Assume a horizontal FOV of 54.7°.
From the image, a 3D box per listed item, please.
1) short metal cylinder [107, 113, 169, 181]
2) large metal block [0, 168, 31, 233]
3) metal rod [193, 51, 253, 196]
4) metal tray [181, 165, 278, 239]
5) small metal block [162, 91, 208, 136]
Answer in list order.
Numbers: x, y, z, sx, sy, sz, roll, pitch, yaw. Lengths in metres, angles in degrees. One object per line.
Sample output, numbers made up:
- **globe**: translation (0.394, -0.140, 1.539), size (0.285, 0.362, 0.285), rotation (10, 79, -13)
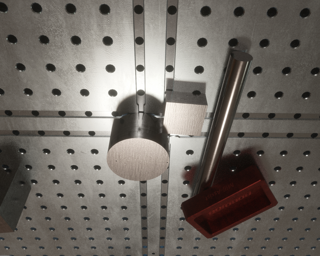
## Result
- **short metal cylinder**: translation (-0.028, 0.026, 0.417), size (0.081, 0.050, 0.079), rotation (0, 130, 0)
- **large metal block**: translation (-0.255, 0.110, 0.466), size (0.080, 0.080, 0.050), rotation (-6, 130, 5)
- **metal rod**: translation (0.077, 0.033, 0.440), size (0.025, 0.025, 0.298), rotation (4, 130, -4)
- **metal tray**: translation (0.111, 0.120, 0.489), size (0.130, 0.030, 0.090), rotation (-31, 132, 11)
- **small metal block**: translation (0.030, -0.018, 0.397), size (0.050, 0.025, 0.050), rotation (4, 130, -4)
